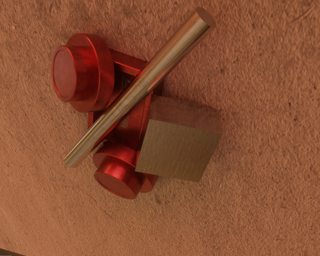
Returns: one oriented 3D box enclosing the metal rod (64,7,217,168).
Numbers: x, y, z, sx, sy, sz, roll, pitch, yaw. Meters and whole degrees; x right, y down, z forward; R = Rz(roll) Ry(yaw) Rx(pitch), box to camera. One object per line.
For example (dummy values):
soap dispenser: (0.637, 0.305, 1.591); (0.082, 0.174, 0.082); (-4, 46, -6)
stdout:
metal rod: (-0.046, -0.026, 0.378); (0.025, 0.025, 0.299); (46, 129, -4)

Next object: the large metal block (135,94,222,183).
large metal block: (0.019, 0.014, 0.372); (0.081, 0.050, 0.079); (12, 127, -8)

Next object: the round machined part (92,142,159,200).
round machined part: (-0.055, 0.067, 0.445); (0.098, 0.042, 0.098); (20, 148, 14)

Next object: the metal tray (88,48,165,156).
metal tray: (-0.049, -0.030, 0.412); (0.090, 0.030, 0.129); (22, 127, 14)

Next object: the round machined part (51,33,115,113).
round machined part: (-0.101, -0.067, 0.383); (0.098, 0.042, 0.097); (12, 106, 47)
